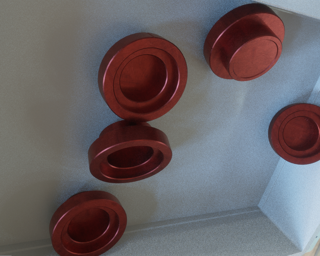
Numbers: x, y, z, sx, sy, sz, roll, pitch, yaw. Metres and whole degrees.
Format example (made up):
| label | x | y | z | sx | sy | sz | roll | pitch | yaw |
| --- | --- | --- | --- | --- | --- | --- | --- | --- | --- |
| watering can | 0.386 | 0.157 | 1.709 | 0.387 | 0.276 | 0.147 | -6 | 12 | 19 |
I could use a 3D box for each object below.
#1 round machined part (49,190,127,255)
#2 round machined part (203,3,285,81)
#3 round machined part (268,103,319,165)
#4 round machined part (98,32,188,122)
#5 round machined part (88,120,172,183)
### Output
| label | x | y | z | sx | sy | sz | roll | pitch | yaw |
| --- | --- | --- | --- | --- | --- | --- | --- | --- | --- |
| round machined part | -0.098 | 0.125 | 0.418 | 0.099 | 0.042 | 0.097 | -13 | 119 | -24 |
| round machined part | 0.106 | -0.095 | 0.376 | 0.099 | 0.042 | 0.097 | -14 | 143 | -10 |
| round machined part | 0.227 | 0.007 | 0.505 | 0.099 | 0.042 | 0.097 | 1 | 97 | 5 |
| round machined part | -0.022 | -0.059 | 0.349 | 0.099 | 0.042 | 0.097 | -14 | 124 | -21 |
| round machined part | -0.038 | 0.026 | 0.378 | 0.099 | 0.042 | 0.098 | -11 | 146 | -7 |
